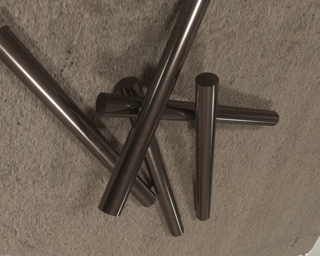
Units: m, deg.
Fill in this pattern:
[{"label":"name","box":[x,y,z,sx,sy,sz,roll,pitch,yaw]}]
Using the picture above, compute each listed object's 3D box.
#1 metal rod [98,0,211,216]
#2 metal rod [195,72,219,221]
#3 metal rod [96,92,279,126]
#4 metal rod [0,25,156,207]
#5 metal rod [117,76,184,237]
[{"label":"metal rod","box":[0.005,-0.051,0.326,0.025,0.025,0.299,23,89,-37]},{"label":"metal rod","box":[0.063,0.050,0.438,0.025,0.025,0.298,-23,138,-15]},{"label":"metal rod","box":[0.060,-0.020,0.409,0.302,0.025,0.025,2,118,-37]},{"label":"metal rod","box":[-0.081,0.012,0.370,0.025,0.025,0.299,-37,130,-4]},{"label":"metal rod","box":[-0.004,0.062,0.444,0.025,0.025,0.298,-26,128,-13]}]
